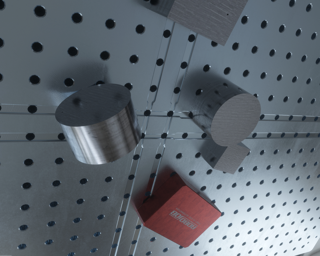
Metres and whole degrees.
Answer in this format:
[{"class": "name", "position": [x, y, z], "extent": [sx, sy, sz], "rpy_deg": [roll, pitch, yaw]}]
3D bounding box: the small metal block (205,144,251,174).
[{"class": "small metal block", "position": [0.108, 0.043, 0.497], "extent": [0.050, 0.025, 0.050], "rpy_deg": [20, 108, -36]}]

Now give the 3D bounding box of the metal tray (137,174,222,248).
[{"class": "metal tray", "position": [0.035, 0.141, 0.515], "extent": [0.090, 0.030, 0.130], "rpy_deg": [-45, 129, 3]}]

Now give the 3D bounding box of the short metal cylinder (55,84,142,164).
[{"class": "short metal cylinder", "position": [-0.065, -0.006, 0.336], "extent": [0.081, 0.080, 0.050], "rpy_deg": [-24, 127, -14]}]

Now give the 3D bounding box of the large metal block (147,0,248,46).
[{"class": "large metal block", "position": [0.046, -0.145, 0.330], "extent": [0.081, 0.050, 0.080], "rpy_deg": [14, 111, -34]}]

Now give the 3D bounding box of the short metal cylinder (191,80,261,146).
[{"class": "short metal cylinder", "position": [0.092, -0.021, 0.432], "extent": [0.081, 0.050, 0.079], "rpy_deg": [-14, 124, -21]}]
